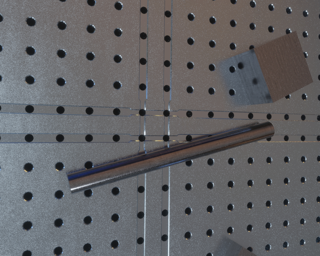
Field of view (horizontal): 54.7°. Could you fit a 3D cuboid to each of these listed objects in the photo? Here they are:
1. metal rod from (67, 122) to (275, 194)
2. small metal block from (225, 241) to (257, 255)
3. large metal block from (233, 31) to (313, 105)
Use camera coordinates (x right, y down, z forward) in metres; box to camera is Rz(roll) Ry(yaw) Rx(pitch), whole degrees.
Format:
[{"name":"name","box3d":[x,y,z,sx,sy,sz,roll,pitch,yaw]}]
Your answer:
[{"name":"metal rod","box3d":[0.029,0.035,0.424,0.302,0.025,0.025,-13,95,-20]},{"name":"small metal block","box3d":[0.121,0.205,0.459,0.050,0.025,0.050,36,78,-17]},{"name":"large metal block","box3d":[0.169,-0.088,0.463,0.081,0.050,0.080,-26,99,-19]}]
